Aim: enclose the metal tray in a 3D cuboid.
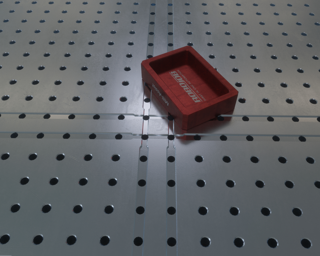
[{"bbox_3d":[0.040,-0.065,0.458,0.091,0.030,0.130,-23,54,-18],"label":"metal tray"}]
